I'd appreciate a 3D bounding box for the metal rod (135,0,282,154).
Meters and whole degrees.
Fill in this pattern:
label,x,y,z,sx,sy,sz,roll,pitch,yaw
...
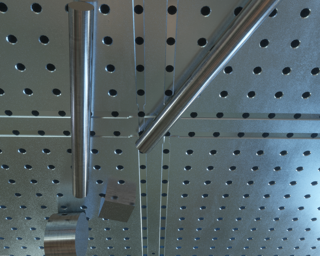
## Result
label,x,y,z,sx,sy,sz,roll,pitch,yaw
metal rod,0.057,-0.070,0.352,0.025,0.025,0.298,26,125,-21

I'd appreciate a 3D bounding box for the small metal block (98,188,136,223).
label,x,y,z,sx,sy,sz,roll,pitch,yaw
small metal block,-0.073,0.131,0.522,0.050,0.025,0.050,15,129,-13

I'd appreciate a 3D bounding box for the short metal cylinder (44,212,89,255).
label,x,y,z,sx,sy,sz,roll,pitch,yaw
short metal cylinder,-0.159,0.187,0.533,0.050,0.080,0.079,-3,130,2

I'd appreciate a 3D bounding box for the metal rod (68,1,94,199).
label,x,y,z,sx,sy,sz,roll,pitch,yaw
metal rod,-0.103,-0.009,0.402,0.025,0.025,0.298,7,130,-7
